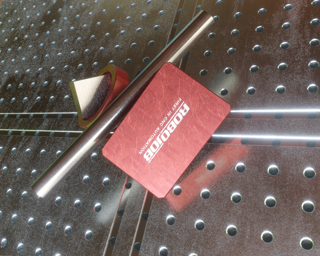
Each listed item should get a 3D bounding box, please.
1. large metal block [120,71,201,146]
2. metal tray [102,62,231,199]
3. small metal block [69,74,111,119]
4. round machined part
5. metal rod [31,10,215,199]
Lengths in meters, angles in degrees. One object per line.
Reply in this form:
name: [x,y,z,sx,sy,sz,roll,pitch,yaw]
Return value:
large metal block: [0.000,-0.025,0.406,0.080,0.050,0.080,9,66,32]
metal tray: [0.007,0.003,0.355,0.090,0.030,0.130,37,96,7]
small metal block: [-0.092,-0.045,0.430,0.050,0.050,0.025,-18,14,-27]
round machined part: [-0.072,-0.037,0.439,0.098,0.042,0.098,-34,42,38]
metal rod: [-0.042,-0.033,0.384,0.300,0.025,0.025,-47,52,-5]
